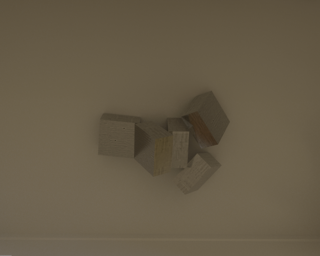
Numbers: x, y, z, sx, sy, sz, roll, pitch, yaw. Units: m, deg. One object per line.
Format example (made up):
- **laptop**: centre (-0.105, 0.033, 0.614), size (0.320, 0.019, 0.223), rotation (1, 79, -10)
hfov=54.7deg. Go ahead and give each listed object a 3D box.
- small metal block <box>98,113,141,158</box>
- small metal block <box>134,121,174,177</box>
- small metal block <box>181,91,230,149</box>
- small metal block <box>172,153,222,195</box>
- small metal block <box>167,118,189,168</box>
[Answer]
- **small metal block**: centre (-0.054, 0.010, 0.412), size (0.050, 0.025, 0.050), rotation (6, 110, -3)
- **small metal block**: centre (-0.009, 0.025, 0.386), size (0.025, 0.050, 0.050), rotation (-11, 117, -30)
- **small metal block**: centre (0.059, -0.011, 0.390), size (0.025, 0.050, 0.050), rotation (-19, 113, 41)
- **small metal block**: centre (0.051, 0.060, 0.416), size (0.025, 0.050, 0.050), rotation (46, 106, 21)
- **small metal block**: centre (0.022, 0.018, 0.404), size (0.025, 0.050, 0.050), rotation (1, 110, -1)
